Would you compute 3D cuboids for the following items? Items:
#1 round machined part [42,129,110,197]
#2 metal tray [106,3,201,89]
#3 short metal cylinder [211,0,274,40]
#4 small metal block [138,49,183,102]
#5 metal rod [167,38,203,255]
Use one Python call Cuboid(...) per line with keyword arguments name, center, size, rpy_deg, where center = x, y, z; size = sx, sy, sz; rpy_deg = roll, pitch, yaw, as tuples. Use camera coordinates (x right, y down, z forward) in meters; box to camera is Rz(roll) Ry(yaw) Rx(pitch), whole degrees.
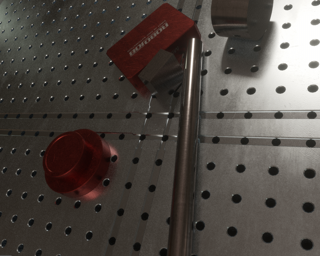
Cuboid(name="round machined part", center=(-0.123, 0.043, 0.433), size=(0.098, 0.042, 0.098), rpy_deg=(-13, 56, 20))
Cuboid(name="metal tray", center=(-0.012, -0.132, 0.491), size=(0.130, 0.030, 0.090), rpy_deg=(-40, 51, 0))
Cuboid(name="short metal cylinder", center=(0.111, -0.160, 0.413), size=(0.050, 0.080, 0.080), rpy_deg=(19, 72, 35))
Cuboid(name="small metal block", center=(0.004, -0.073, 0.433), size=(0.025, 0.050, 0.050), rpy_deg=(32, 80, 38))
Cuboid(name="metal rod", center=(0.035, 0.007, 0.384), size=(0.025, 0.025, 0.299), rpy_deg=(-7, 58, 24))
